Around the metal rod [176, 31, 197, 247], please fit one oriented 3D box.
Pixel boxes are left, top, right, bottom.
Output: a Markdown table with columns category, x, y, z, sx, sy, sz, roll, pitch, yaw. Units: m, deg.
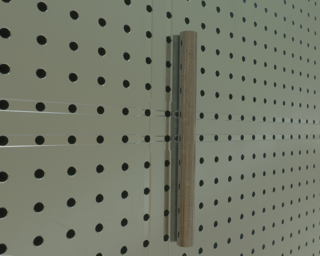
| category | x | y | z | sx | sy | sz | roll | pitch | yaw |
| --- | --- | --- | --- | --- | --- | --- | --- | --- | --- |
| metal rod | 0.038 | 0.015 | 0.439 | 0.025 | 0.025 | 0.298 | 1 | 89 | -40 |
